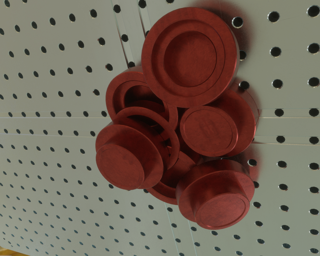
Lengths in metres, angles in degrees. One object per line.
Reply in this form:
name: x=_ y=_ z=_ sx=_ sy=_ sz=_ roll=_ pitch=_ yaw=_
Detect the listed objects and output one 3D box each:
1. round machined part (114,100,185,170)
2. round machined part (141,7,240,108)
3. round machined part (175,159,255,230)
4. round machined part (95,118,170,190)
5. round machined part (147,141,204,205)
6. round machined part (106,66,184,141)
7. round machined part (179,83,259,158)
round machined part: x=-0.012 y=0.007 z=0.411 sx=0.098 sy=0.042 sz=0.097 roll=13 pitch=124 yaw=21
round machined part: x=0.034 y=-0.071 z=0.324 sx=0.098 sy=0.042 sz=0.097 roll=3 pitch=99 yaw=21
round machined part: x=0.072 y=0.089 z=0.386 sx=0.099 sy=0.042 sz=0.097 roll=-6 pitch=127 yaw=-8
round machined part: x=-0.041 y=0.039 z=0.392 sx=0.098 sy=0.042 sz=0.097 roll=13 pitch=124 yaw=21
round machined part: x=0.019 y=0.054 z=0.424 sx=0.098 sy=0.042 sz=0.097 roll=13 pitch=124 yaw=21
round machined part: x=-0.015 y=-0.031 z=0.390 sx=0.098 sy=0.042 sz=0.097 roll=13 pitch=124 yaw=21
round machined part: x=0.062 y=-0.005 z=0.364 sx=0.098 sy=0.042 sz=0.097 roll=13 pitch=124 yaw=21
